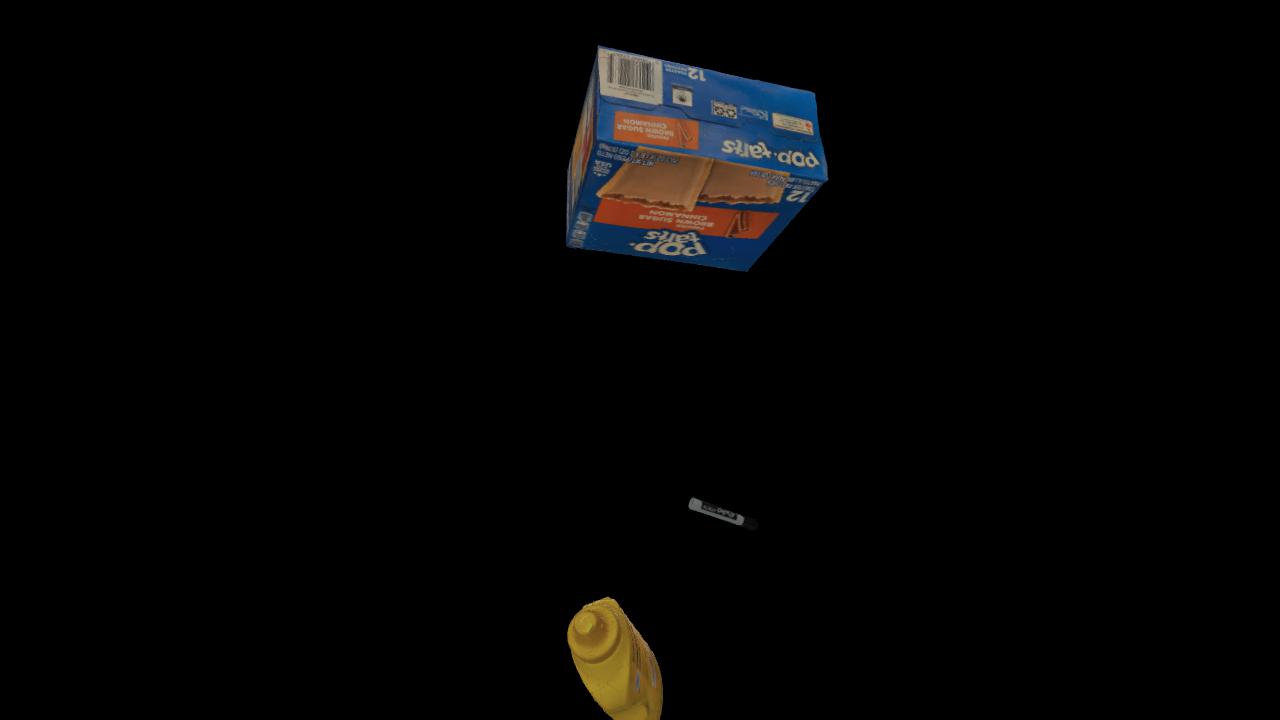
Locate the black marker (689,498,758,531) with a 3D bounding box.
[{"bbox_3d":[0.135,0.248,0.986,0.121,0.020,0.020,22,-5,-13],"label":"black marker"}]

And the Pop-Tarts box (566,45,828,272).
[{"bbox_3d":[0.034,-0.145,0.483,0.167,0.083,0.141,6,-21,-14],"label":"Pop-Tarts box"}]

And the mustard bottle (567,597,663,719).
[{"bbox_3d":[-0.023,0.258,0.535,0.054,0.092,0.184,-12,-43,5],"label":"mustard bottle"}]
